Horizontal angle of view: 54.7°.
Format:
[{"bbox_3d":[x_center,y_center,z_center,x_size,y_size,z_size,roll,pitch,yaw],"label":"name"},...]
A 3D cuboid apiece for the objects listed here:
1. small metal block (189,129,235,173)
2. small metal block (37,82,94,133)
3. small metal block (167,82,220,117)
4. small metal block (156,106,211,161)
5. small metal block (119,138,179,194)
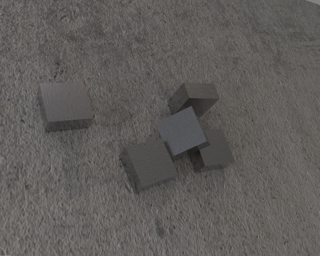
[{"bbox_3d":[0.066,0.030,0.421,0.050,0.025,0.050,-4,64,-30],"label":"small metal block"},{"bbox_3d":[-0.110,-0.025,0.359,0.050,0.025,0.050,-6,65,-31],"label":"small metal block"},{"bbox_3d":[0.046,-0.039,0.436,0.050,0.050,0.025,-2,63,-29],"label":"small metal block"},{"bbox_3d":[0.030,0.007,0.397,0.025,0.050,0.050,35,32,-66],"label":"small metal block"},{"bbox_3d":[-0.014,0.044,0.369,0.050,0.025,0.050,-13,68,-33],"label":"small metal block"}]
